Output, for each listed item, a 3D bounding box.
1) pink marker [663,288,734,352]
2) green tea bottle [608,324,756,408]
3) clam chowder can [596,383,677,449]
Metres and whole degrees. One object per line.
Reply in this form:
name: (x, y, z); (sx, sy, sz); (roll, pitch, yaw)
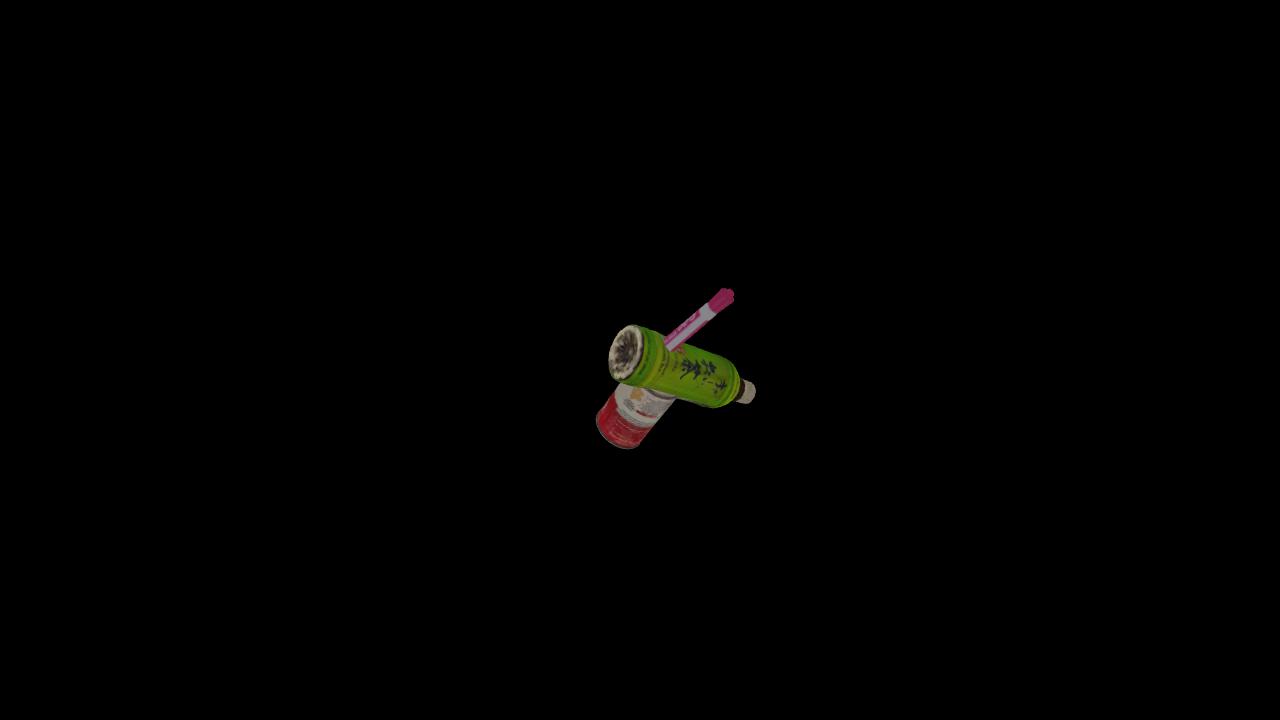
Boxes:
pink marker: (0.060, -0.040, 0.678); (0.020, 0.020, 0.121); (0, -31, -44)
green tea bottle: (0.061, 0.018, 0.759); (0.212, 0.073, 0.073); (19, -12, -37)
clam chowder can: (-0.002, 0.054, 0.762); (0.068, 0.068, 0.102); (0, -42, -42)
